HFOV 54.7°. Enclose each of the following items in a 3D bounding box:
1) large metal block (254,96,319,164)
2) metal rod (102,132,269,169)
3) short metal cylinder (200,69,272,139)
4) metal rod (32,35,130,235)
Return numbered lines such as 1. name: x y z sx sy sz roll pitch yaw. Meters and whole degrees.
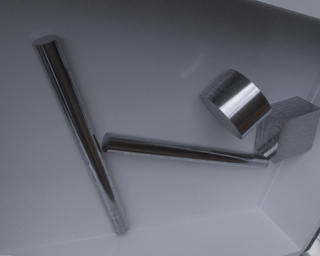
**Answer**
1. large metal block: 0.208 0.002 0.510 0.081 0.050 0.079 -17 125 -19
2. metal rod: 0.058 0.039 0.466 0.302 0.025 0.025 10 114 -33
3. short metal cylinder: 0.099 -0.031 0.410 0.050 0.080 0.080 -43 130 1
4. metal rod: -0.084 0.034 0.384 0.025 0.025 0.298 -23 127 -15
